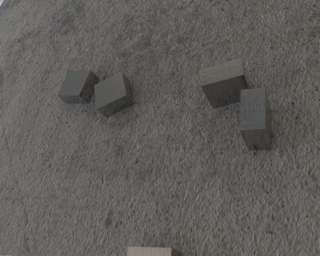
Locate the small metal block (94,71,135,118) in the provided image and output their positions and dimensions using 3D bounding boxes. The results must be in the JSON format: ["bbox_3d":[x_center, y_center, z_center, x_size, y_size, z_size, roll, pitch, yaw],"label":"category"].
[{"bbox_3d":[-0.070,-0.051,0.472,0.050,0.025,0.050,-24,53,13],"label":"small metal block"}]

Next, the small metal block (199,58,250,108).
[{"bbox_3d":[0.081,-0.053,0.378,0.050,0.050,0.025,-13,57,21],"label":"small metal block"}]

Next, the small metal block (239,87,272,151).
[{"bbox_3d":[0.106,-0.009,0.338,0.025,0.050,0.050,-5,60,26],"label":"small metal block"}]

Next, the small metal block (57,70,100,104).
[{"bbox_3d":[-0.136,-0.068,0.518,0.050,0.025,0.050,4,63,30],"label":"small metal block"}]

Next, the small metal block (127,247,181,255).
[{"bbox_3d":[-0.008,0.150,0.316,0.050,0.025,0.050,-8,58,24],"label":"small metal block"}]
